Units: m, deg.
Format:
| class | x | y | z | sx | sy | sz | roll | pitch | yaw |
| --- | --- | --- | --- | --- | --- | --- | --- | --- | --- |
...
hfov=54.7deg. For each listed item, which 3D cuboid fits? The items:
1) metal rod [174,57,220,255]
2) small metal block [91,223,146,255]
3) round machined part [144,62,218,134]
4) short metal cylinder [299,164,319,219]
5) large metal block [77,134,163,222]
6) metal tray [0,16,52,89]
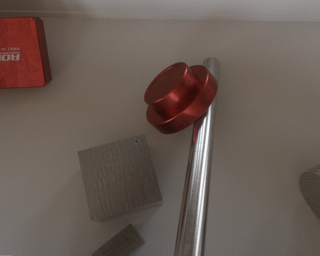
| class | x | y | z | sx | sy | sz | roll | pitch | yaw |
| --- | --- | --- | --- | --- | --- | --- | --- | --- | --- |
| metal rod | 0.047 | 0.015 | 0.343 | 0.025 | 0.025 | 0.300 | 11 | 47 | 4 |
| small metal block | -0.044 | 0.134 | 0.347 | 0.050 | 0.050 | 0.025 | -36 | 74 | -12 |
| round machined part | 0.019 | -0.043 | 0.385 | 0.042 | 0.098 | 0.098 | 44 | 71 | -28 |
| short metal cylinder | 0.210 | 0.074 | 0.356 | 0.050 | 0.080 | 0.080 | -27 | 73 | -9 |
| large metal block | -0.046 | 0.062 | 0.373 | 0.081 | 0.050 | 0.080 | -14 | 71 | -6 |
| metal tray | -0.221 | -0.099 | 0.414 | 0.131 | 0.030 | 0.089 | -3 | 108 | -2 |
